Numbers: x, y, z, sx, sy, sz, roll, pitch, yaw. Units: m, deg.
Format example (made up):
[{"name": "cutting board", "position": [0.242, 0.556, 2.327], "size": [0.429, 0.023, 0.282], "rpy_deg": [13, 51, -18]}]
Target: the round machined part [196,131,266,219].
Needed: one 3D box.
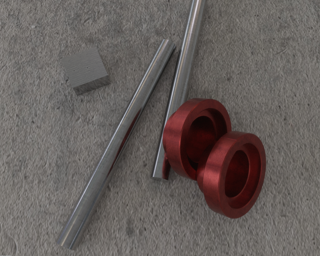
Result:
[{"name": "round machined part", "position": [0.080, 0.051, 0.362], "size": [0.042, 0.098, 0.098], "rpy_deg": [11, 65, 45]}]

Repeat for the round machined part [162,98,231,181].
[{"name": "round machined part", "position": [0.041, 0.012, 0.376], "size": [0.042, 0.098, 0.098], "rpy_deg": [11, 65, 45]}]

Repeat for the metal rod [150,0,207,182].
[{"name": "metal rod", "position": [0.031, -0.073, 0.435], "size": [0.025, 0.025, 0.299], "rpy_deg": [12, 70, 4]}]

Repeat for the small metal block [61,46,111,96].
[{"name": "small metal block", "position": [-0.104, -0.080, 0.437], "size": [0.050, 0.025, 0.050], "rpy_deg": [-22, 72, -8]}]

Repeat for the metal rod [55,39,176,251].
[{"name": "metal rod", "position": [-0.048, 0.007, 0.405], "size": [0.025, 0.025, 0.300], "rpy_deg": [23, 71, 8]}]
